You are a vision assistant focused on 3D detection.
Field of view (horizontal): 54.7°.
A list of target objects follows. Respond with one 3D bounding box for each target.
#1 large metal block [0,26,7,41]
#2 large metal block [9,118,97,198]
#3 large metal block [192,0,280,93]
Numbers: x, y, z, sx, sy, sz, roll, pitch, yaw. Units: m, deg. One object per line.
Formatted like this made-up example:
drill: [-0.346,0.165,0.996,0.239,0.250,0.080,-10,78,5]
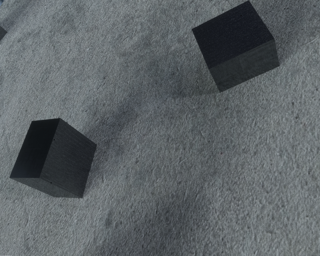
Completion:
large metal block: [-0.437,-0.226,0.756,0.080,0.050,0.080,20,72,35]
large metal block: [-0.138,0.043,0.415,0.050,0.080,0.080,-4,60,26]
large metal block: [0.096,-0.105,0.402,0.080,0.050,0.080,-24,53,13]
